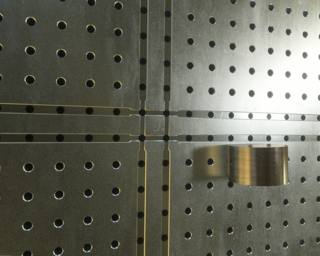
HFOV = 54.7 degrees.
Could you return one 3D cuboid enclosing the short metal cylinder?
[{"bbox_3d":[0.137,0.049,0.436,0.081,0.080,0.050,-1,91,-20],"label":"short metal cylinder"}]
